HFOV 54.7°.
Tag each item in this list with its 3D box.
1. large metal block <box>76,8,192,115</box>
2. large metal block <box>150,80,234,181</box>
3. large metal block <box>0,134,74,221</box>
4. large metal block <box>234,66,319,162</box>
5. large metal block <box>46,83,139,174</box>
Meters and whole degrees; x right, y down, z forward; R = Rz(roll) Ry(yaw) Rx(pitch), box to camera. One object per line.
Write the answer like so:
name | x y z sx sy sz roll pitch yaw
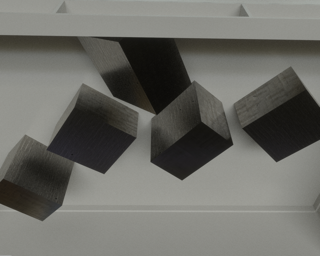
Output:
large metal block | -0.025 -0.068 0.306 0.050 0.080 0.080 -43 130 -19
large metal block | 0.034 0.003 0.376 0.050 0.080 0.080 34 122 -26
large metal block | -0.175 0.069 0.429 0.080 0.080 0.050 35 122 -27
large metal block | 0.153 -0.014 0.383 0.080 0.050 0.080 -35 122 26
large metal block | -0.084 0.003 0.394 0.080 0.050 0.080 28 125 -22
